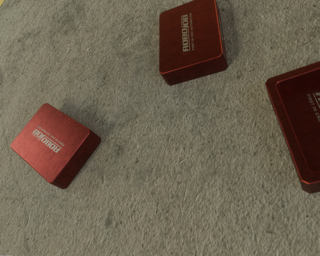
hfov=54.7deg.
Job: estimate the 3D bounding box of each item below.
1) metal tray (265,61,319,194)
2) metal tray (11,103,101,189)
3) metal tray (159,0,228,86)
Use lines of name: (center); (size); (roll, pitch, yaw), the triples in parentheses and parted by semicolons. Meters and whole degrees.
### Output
metal tray: (0.171, -0.008, 0.315); (0.090, 0.030, 0.130); (-18, 55, 17)
metal tray: (-0.161, 0.023, 0.471); (0.130, 0.030, 0.090); (26, 76, 37)
metal tray: (0.046, -0.131, 0.457); (0.090, 0.030, 0.130); (-13, 56, 20)
